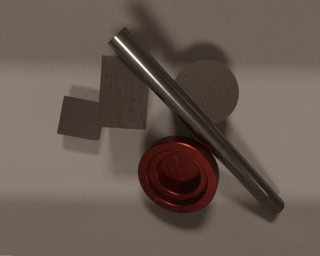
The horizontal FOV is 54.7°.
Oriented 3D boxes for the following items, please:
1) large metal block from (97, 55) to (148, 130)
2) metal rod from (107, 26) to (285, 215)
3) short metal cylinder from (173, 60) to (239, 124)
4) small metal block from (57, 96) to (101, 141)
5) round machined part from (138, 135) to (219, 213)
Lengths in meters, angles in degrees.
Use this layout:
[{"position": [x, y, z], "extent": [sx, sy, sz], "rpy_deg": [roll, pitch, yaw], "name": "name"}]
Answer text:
[{"position": [-0.042, -0.040, 0.383], "extent": [0.050, 0.080, 0.079], "rpy_deg": [4, 90, 0], "name": "large metal block"}, {"position": [0.055, 0.005, 0.365], "extent": [0.025, 0.025, 0.300], "rpy_deg": [-45, 110, 0], "name": "metal rod"}, {"position": [0.055, -0.043, 0.400], "extent": [0.081, 0.050, 0.079], "rpy_deg": [0, 90, -1], "name": "short metal cylinder"}, {"position": [-0.103, -0.013, 0.410], "extent": [0.050, 0.025, 0.050], "rpy_deg": [11, 90, -1], "name": "small metal block"}, {"position": [0.026, 0.054, 0.390], "extent": [0.098, 0.042, 0.097], "rpy_deg": [7, 113, 16], "name": "round machined part"}]
